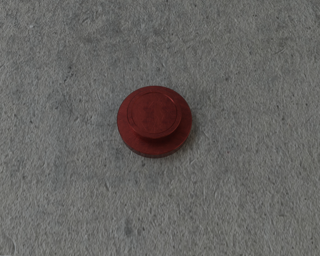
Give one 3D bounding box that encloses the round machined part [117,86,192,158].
[{"bbox_3d":[-0.007,-0.012,0.404,0.099,0.042,0.098,0,70,-1],"label":"round machined part"}]
